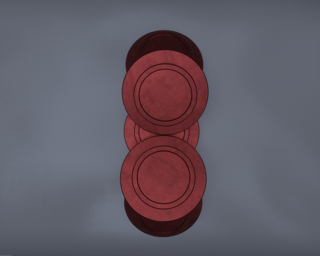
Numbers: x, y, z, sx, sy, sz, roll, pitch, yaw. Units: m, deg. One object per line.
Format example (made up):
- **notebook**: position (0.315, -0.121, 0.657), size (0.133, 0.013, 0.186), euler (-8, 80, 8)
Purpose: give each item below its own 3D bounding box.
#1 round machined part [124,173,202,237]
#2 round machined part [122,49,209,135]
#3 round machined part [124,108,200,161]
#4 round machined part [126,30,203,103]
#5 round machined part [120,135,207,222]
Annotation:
- **round machined part**: position (0.004, 0.095, 0.388), size (0.099, 0.042, 0.097), euler (0, 105, 0)
- **round machined part**: position (0.006, -0.039, 0.350), size (0.099, 0.042, 0.097), euler (0, 102, 0)
- **round machined part**: position (0.002, 0.004, 0.401), size (0.099, 0.042, 0.097), euler (0, 89, 0)
- **round machined part**: position (0.006, -0.082, 0.390), size (0.099, 0.042, 0.098), euler (0, 74, -1)
- **round machined part**: position (0.004, 0.056, 0.350), size (0.099, 0.042, 0.098), euler (0, 79, 0)
